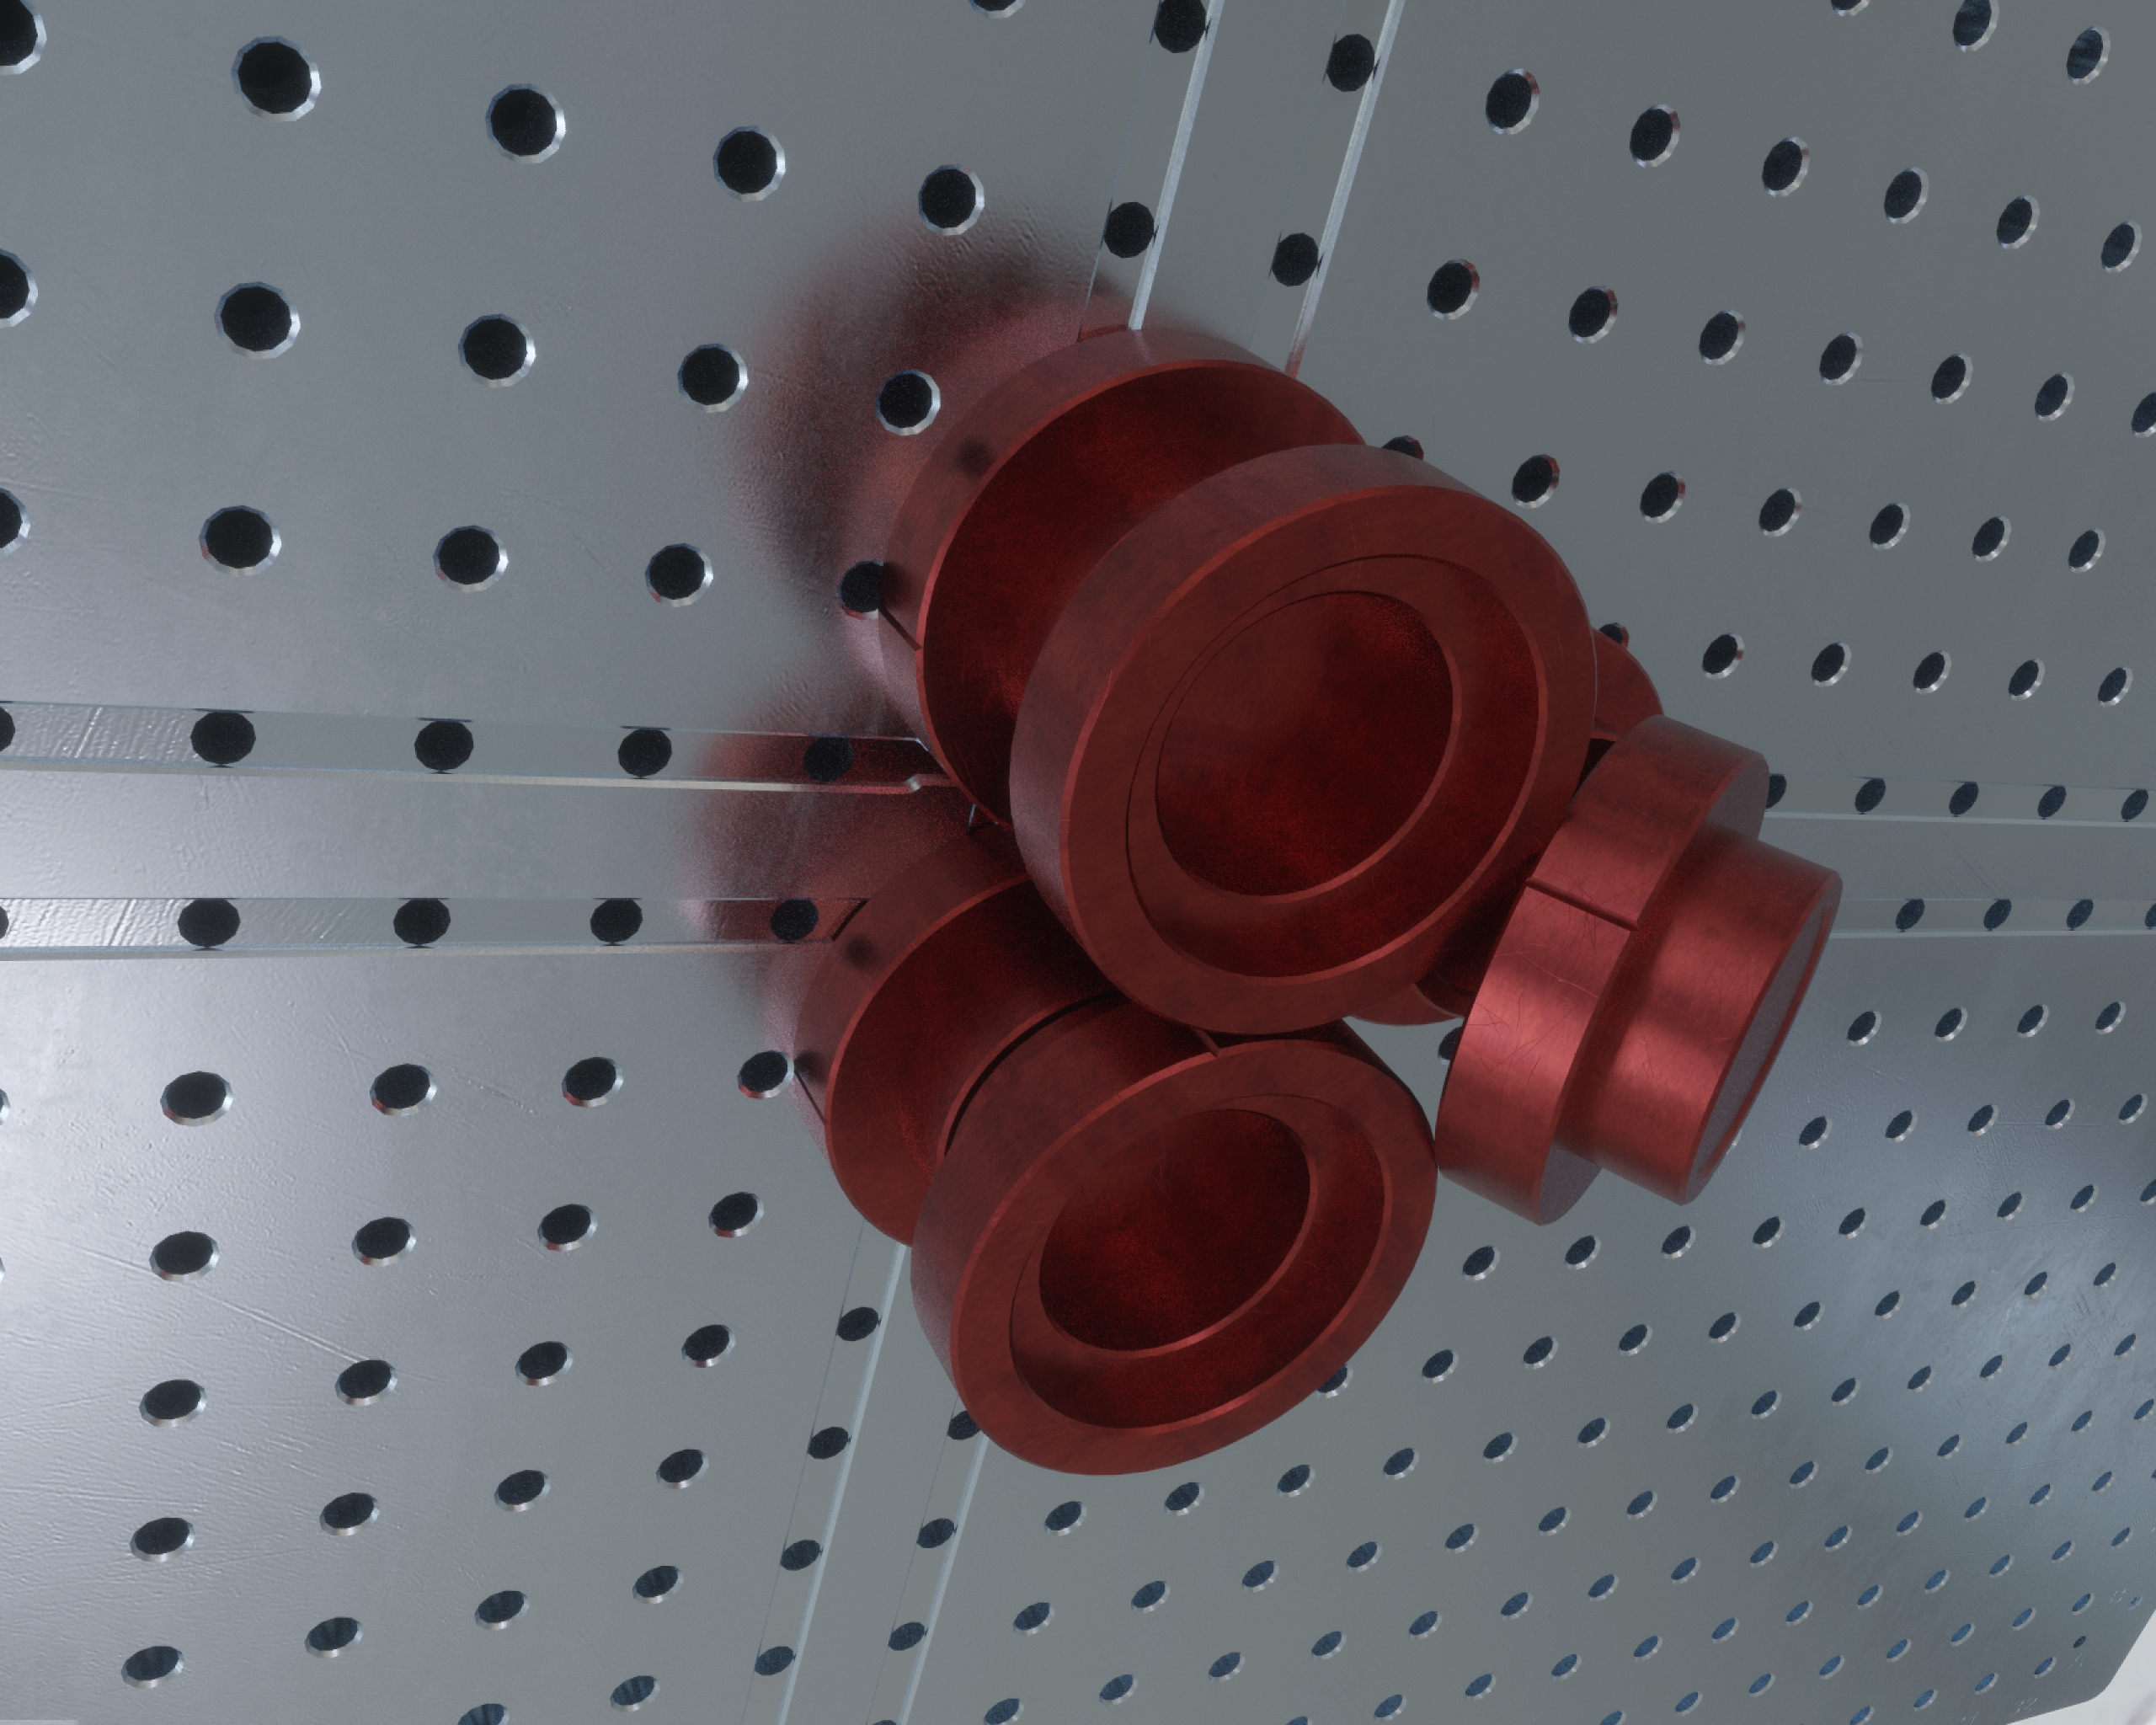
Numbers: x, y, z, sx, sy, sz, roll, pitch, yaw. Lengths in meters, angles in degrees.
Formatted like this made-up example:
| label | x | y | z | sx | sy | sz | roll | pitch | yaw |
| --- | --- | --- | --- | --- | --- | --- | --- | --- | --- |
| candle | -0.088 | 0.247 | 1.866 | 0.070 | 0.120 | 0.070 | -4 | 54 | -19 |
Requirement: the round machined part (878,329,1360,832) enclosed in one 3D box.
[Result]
| label | x | y | z | sx | sy | sz | roll | pitch | yaw |
| --- | --- | --- | --- | --- | --- | --- | --- | --- | --- |
| round machined part | 0.017 | -0.044 | 0.383 | 0.099 | 0.042 | 0.097 | -14 | 124 | -21 |

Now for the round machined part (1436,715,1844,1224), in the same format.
| label | x | y | z | sx | sy | sz | roll | pitch | yaw |
| --- | --- | --- | --- | --- | --- | --- | --- | --- | --- |
| round machined part | 0.109 | 0.025 | 0.392 | 0.098 | 0.042 | 0.097 | -45 | 150 | -36 |

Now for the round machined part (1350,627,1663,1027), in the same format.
| label | x | y | z | sx | sy | sz | roll | pitch | yaw |
| --- | --- | --- | --- | --- | --- | --- | --- | --- | --- |
| round machined part | 0.086 | -0.006 | 0.443 | 0.099 | 0.042 | 0.097 | -14 | 124 | -21 |

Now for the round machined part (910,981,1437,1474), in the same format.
| label | x | y | z | sx | sy | sz | roll | pitch | yaw |
| --- | --- | --- | --- | --- | --- | --- | --- | --- | --- |
| round machined part | 0.014 | 0.063 | 0.391 | 0.099 | 0.042 | 0.097 | -14 | 124 | -21 |

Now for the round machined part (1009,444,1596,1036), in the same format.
| label | x | y | z | sx | sy | sz | roll | pitch | yaw |
| --- | --- | --- | --- | --- | --- | --- | --- | --- | --- |
| round machined part | 0.033 | -0.023 | 0.348 | 0.099 | 0.042 | 0.097 | -14 | 124 | -21 |

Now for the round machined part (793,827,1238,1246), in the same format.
| label | x | y | z | sx | sy | sz | roll | pitch | yaw |
| --- | --- | --- | --- | --- | --- | --- | --- | --- | --- |
| round machined part | -0.004 | 0.043 | 0.424 | 0.099 | 0.042 | 0.097 | -14 | 124 | -21 |
